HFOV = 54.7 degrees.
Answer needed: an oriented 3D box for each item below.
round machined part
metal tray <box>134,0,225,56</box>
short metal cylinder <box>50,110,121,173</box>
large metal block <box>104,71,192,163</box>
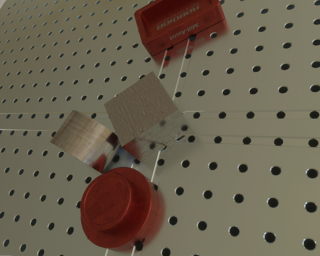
[{"bbox_3d":[-0.055,0.092,0.370,0.098,0.042,0.098,-13,56,21],"label":"round machined part"},{"bbox_3d":[0.027,-0.183,0.502,0.130,0.030,0.090,-24,53,13],"label":"metal tray"},{"bbox_3d":[-0.096,0.019,0.412,0.080,0.080,0.050,22,74,36],"label":"short metal cylinder"},{"bbox_3d":[-0.017,-0.015,0.411,0.080,0.050,0.080,-34,51,6],"label":"large metal block"}]
